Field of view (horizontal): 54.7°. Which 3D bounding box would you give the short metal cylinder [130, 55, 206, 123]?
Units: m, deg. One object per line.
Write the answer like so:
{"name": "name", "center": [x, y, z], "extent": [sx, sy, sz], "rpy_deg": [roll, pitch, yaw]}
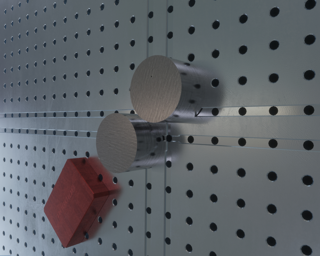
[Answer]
{"name": "short metal cylinder", "center": [0.009, -0.046, 0.386], "extent": [0.080, 0.050, 0.080], "rpy_deg": [0, 90, 40]}

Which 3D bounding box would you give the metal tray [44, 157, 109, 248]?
{"name": "metal tray", "center": [-0.146, 0.126, 0.527], "extent": [0.090, 0.030, 0.129], "rpy_deg": [46, 117, 30]}

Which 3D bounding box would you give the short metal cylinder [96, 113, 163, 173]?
{"name": "short metal cylinder", "center": [-0.043, 0.020, 0.429], "extent": [0.080, 0.050, 0.080], "rpy_deg": [0, 90, 40]}
